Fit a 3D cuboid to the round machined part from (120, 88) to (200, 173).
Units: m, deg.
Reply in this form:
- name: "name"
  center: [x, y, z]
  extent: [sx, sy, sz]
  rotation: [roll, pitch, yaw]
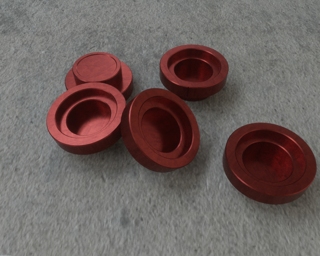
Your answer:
- name: "round machined part"
  center: [-0.004, 0.005, 0.367]
  extent: [0.099, 0.042, 0.098]
  rotation: [16, 61, -31]

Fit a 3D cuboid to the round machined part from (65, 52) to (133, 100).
- name: "round machined part"
  center: [-0.090, -0.075, 0.454]
  extent: [0.099, 0.042, 0.098]
  rotation: [0, 50, 0]

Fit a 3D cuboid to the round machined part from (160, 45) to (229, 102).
- name: "round machined part"
  center: [0.049, -0.077, 0.458]
  extent: [0.099, 0.042, 0.098]
  rotation: [0, 50, 0]

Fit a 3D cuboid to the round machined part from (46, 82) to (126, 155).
- name: "round machined part"
  center: [-0.087, -0.008, 0.391]
  extent: [0.099, 0.042, 0.098]
  rotation: [-4, 55, 6]

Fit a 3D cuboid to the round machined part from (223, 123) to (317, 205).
- name: "round machined part"
  center: [0.122, 0.044, 0.357]
  extent: [0.099, 0.042, 0.098]
  rotation: [0, 50, 0]
